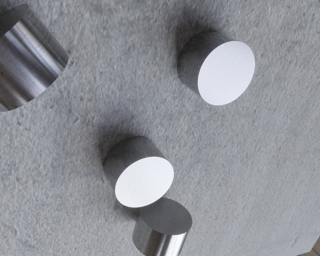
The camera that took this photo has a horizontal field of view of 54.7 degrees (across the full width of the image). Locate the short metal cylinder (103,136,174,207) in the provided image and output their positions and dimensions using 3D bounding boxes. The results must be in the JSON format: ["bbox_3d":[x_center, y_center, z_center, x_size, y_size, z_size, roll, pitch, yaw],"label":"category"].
[{"bbox_3d":[-0.029,0.058,0.412,0.081,0.050,0.079,-14,125,-21],"label":"short metal cylinder"}]

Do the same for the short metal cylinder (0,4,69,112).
[{"bbox_3d":[-0.128,-0.060,0.265,0.080,0.080,0.050,-37,130,-4],"label":"short metal cylinder"}]

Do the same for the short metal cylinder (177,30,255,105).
[{"bbox_3d":[0.069,-0.075,0.384,0.081,0.050,0.079,-14,125,-21],"label":"short metal cylinder"}]

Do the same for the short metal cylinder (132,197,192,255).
[{"bbox_3d":[0.003,0.150,0.468,0.081,0.080,0.050,2,118,-30],"label":"short metal cylinder"}]
